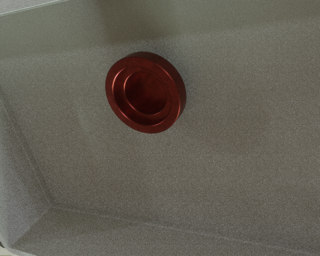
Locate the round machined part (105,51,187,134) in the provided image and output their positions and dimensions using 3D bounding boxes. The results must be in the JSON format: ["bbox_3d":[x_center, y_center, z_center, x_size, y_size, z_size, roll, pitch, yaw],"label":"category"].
[{"bbox_3d":[-0.013,-0.045,0.377,0.098,0.042,0.097,13,124,21],"label":"round machined part"}]
